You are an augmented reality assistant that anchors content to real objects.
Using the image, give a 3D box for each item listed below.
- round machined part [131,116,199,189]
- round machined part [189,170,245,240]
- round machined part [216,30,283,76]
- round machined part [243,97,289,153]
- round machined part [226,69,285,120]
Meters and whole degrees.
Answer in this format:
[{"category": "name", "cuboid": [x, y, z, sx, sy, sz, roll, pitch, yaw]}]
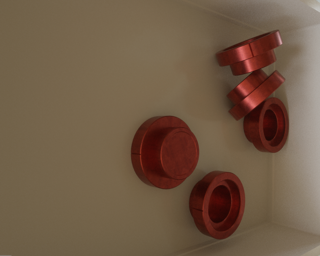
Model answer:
[{"category": "round machined part", "cuboid": [0.014, 0.032, 0.409, 0.099, 0.042, 0.097, 0, 90, -40]}, {"category": "round machined part", "cuboid": [0.082, 0.113, 0.467, 0.099, 0.042, 0.097, 0, 90, -40]}, {"category": "round machined part", "cuboid": [0.139, -0.112, 0.476, 0.099, 0.098, 0.042, -31, 105, -36]}, {"category": "round machined part", "cuboid": [0.187, -0.005, 0.556, 0.099, 0.042, 0.097, 0, 90, -40]}, {"category": "round machined part", "cuboid": [0.145, -0.059, 0.493, 0.042, 0.098, 0.099, 49, 57, 4]}]
